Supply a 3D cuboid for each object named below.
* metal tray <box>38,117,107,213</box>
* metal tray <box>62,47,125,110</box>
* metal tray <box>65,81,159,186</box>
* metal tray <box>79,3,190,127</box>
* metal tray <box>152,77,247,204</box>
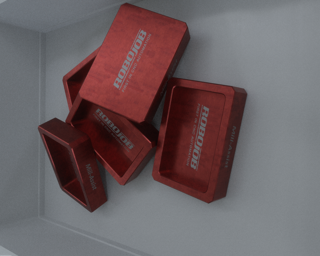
[{"bbox_3d":[-0.131,0.056,0.468,0.090,0.030,0.129,22,133,37],"label":"metal tray"},{"bbox_3d":[-0.095,-0.064,0.477,0.130,0.030,0.090,-26,74,36],"label":"metal tray"},{"bbox_3d":[-0.066,0.003,0.426,0.130,0.030,0.089,45,124,14],"label":"metal tray"},{"bbox_3d":[-0.030,-0.078,0.379,0.090,0.030,0.130,24,86,14],"label":"metal tray"},{"bbox_3d":[0.043,0.011,0.364,0.090,0.030,0.129,16,100,38],"label":"metal tray"}]
